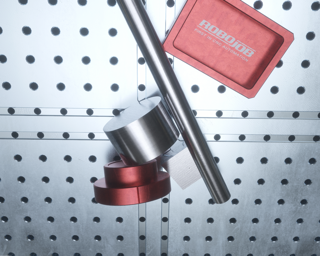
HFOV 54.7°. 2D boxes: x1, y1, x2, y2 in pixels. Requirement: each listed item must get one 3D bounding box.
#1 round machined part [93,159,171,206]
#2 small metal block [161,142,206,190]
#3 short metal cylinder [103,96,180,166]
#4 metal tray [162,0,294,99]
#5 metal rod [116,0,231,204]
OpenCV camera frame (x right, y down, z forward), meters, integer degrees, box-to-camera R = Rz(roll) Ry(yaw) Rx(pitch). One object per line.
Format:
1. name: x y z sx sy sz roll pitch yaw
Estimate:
1. round machined part: -0.036 0.065 0.401 0.099 0.098 0.042 -6 93 2
2. small metal block: 0.036 0.050 0.432 0.050 0.025 0.050 -36 107 12
3. short metal cylinder: -0.023 0.003 0.385 0.080 0.080 0.050 -26 108 9
4. metal tray: 0.079 -0.105 0.373 0.131 0.030 0.090 27 108 -10
5. metal rod: 0.021 -0.030 0.373 0.025 0.025 0.299 -24 110 8
